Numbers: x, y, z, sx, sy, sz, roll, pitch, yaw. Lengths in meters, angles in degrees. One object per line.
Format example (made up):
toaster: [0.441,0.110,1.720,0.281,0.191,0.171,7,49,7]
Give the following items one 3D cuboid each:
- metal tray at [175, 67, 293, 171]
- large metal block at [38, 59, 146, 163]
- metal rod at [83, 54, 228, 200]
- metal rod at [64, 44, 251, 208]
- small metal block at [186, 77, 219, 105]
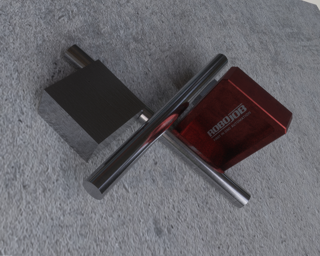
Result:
metal tray: [0.083,-0.004,0.386,0.090,0.129,0.030,40,51,-1]
large metal block: [-0.078,-0.021,0.359,0.080,0.050,0.080,45,51,3]
metal rod: [0.015,-0.023,0.397,0.025,0.025,0.301,43,51,1]
metal rod: [-0.003,-0.002,0.407,0.300,0.025,0.025,41,51,-1]
small metal block: [0.066,-0.058,0.478,0.050,0.025,0.050,46,51,3]
